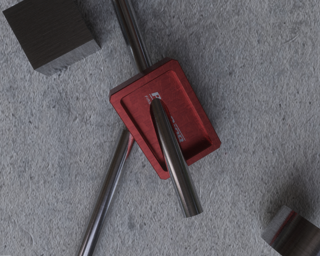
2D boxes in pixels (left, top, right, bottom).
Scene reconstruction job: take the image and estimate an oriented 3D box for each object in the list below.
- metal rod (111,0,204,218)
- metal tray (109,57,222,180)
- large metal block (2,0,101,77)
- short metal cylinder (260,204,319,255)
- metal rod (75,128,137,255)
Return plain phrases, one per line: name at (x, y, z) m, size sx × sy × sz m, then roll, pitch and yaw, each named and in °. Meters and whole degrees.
metal rod at (-0.007, -0.037, 0.389) m, size 0.025 × 0.025 × 0.299 m, roll -19°, pitch 82°, yaw 0°
metal tray at (0.008, -0.010, 0.385) m, size 0.090 × 0.030 × 0.130 m, roll -31°, pitch 111°, yaw 0°
large metal block at (-0.134, -0.123, 0.396) m, size 0.080 × 0.050 × 0.080 m, roll -28°, pitch 90°, yaw 0°
short metal cylinder at (0.175, 0.140, 0.385) m, size 0.080 × 0.080 × 0.050 m, roll 35°, pitch 90°, yaw -1°
metal rod at (-0.091, 0.145, 0.408) m, size 0.025 × 0.025 × 0.299 m, roll 20°, pitch 90°, yaw -1°
